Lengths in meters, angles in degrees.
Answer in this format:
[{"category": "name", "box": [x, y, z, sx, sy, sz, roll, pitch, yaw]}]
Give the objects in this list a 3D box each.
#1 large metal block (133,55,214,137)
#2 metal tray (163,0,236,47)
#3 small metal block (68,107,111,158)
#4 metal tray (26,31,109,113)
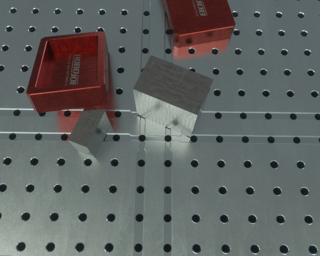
[{"category": "large metal block", "box": [0.015, -0.038, 0.397, 0.080, 0.080, 0.050, 23, 72, 8]}, {"category": "metal tray", "box": [0.054, -0.194, 0.481, 0.091, 0.030, 0.129, -11, 70, -5]}, {"category": "small metal block", "box": [-0.088, 0.005, 0.396, 0.025, 0.050, 0.050, 21, 71, 7]}, {"category": "metal tray", "box": [-0.116, -0.079, 0.409, 0.091, 0.030, 0.130, -7, 46, -3]}]
